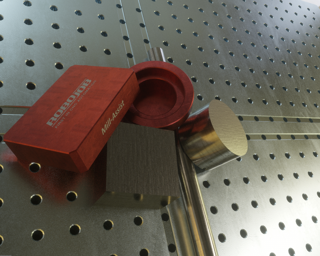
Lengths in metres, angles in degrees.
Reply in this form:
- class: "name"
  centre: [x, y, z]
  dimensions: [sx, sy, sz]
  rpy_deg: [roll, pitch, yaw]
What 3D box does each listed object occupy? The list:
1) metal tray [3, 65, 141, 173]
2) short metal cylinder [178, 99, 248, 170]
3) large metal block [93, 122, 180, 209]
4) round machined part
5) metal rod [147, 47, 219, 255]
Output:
- class: "metal tray"
  centre: [-0.089, -0.018, 0.336]
  dimensions: [0.090, 0.030, 0.130]
  rpy_deg: [8, 48, 23]
- class: "short metal cylinder"
  centre: [0.070, 0.009, 0.407]
  dimensions: [0.080, 0.050, 0.080]
  rpy_deg: [31, 43, -33]
- class: "large metal block"
  centre: [-0.028, 0.044, 0.350]
  dimensions: [0.081, 0.050, 0.080]
  rpy_deg: [10, 58, -23]
- class: "round machined part"
  centre: [-0.007, -0.035, 0.398]
  dimensions: [0.099, 0.042, 0.098]
  rpy_deg: [0, 64, 0]
- class: "metal rod"
  centre: [0.023, 0.016, 0.411]
  dimensions: [0.025, 0.025, 0.299]
  rpy_deg: [1, 61, -28]
